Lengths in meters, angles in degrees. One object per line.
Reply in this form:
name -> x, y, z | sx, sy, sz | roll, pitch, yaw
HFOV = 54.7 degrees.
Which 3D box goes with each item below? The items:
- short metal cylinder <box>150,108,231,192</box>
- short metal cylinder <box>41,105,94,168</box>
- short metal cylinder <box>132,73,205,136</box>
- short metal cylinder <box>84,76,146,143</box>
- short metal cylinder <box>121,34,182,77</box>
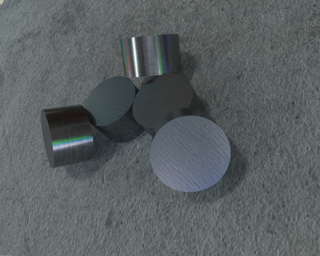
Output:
short metal cylinder -> 0.031, 0.021, 0.333 | 0.080, 0.080, 0.050 | -32, 10, 7
short metal cylinder -> -0.128, 0.010, 0.423 | 0.050, 0.079, 0.080 | -11, 45, -27
short metal cylinder -> 0.012, -0.023, 0.397 | 0.080, 0.050, 0.080 | -13, 56, 21
short metal cylinder -> -0.058, -0.026, 0.435 | 0.080, 0.050, 0.080 | -13, 56, 21
short metal cylinder -> -0.012, -0.100, 0.430 | 0.080, 0.080, 0.050 | 2, 105, 29
